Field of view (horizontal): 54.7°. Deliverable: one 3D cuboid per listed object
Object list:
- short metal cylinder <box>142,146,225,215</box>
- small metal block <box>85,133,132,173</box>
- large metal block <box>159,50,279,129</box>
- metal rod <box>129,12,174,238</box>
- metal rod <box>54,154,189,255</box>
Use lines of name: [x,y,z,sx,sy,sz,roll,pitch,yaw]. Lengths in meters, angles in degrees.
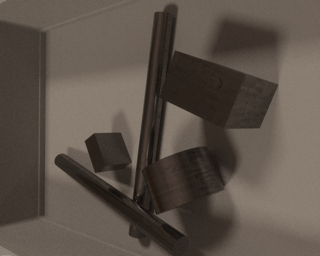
short metal cylinder: [0.025,0.060,0.349,0.080,0.081,0.050,-32,71,35]
small metal block: [-0.075,0.035,0.450,0.025,0.050,0.050,-35,69,34]
large metal block: [0.061,-0.038,0.319,0.080,0.081,0.050,29,108,36]
metal rod: [-0.013,0.000,0.415,0.025,0.025,0.298,12,97,39]
metal rod: [-0.076,0.093,0.441,0.300,0.025,0.025,20,103,46]
